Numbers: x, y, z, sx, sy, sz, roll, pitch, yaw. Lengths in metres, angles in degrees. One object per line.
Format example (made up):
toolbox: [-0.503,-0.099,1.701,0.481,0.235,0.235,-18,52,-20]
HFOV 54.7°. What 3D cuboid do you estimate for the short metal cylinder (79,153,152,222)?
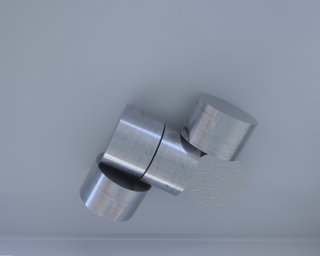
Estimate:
short metal cylinder: [-0.057,0.075,0.407,0.080,0.080,0.050,28,108,-10]

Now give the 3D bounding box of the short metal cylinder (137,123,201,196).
short metal cylinder: [0.011,0.039,0.396,0.050,0.080,0.080,25,108,-9]

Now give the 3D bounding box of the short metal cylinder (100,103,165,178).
short metal cylinder: [-0.034,0.016,0.386,0.050,0.080,0.080,24,108,-9]

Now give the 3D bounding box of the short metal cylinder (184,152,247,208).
short metal cylinder: [0.071,0.059,0.419,0.081,0.050,0.079,0,110,-1]

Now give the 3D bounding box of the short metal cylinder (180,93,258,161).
short metal cylinder: [0.071,-0.003,0.380,0.080,0.080,0.050,22,109,-8]
